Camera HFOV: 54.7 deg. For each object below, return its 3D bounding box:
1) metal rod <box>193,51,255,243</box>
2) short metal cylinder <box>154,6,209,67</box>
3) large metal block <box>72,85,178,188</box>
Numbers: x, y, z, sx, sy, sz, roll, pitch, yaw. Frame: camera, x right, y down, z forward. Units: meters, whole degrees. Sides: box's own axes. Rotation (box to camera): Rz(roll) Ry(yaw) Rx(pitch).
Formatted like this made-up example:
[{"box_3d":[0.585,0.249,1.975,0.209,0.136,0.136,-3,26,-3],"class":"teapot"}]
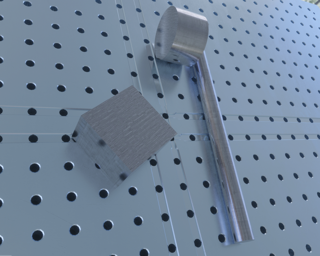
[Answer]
[{"box_3d":[0.083,0.008,0.447,0.025,0.025,0.299,6,59,-25],"class":"metal rod"},{"box_3d":[0.031,-0.139,0.474,0.050,0.080,0.080,9,58,-24],"class":"short metal cylinder"},{"box_3d":[-0.041,0.008,0.365,0.080,0.050,0.080,48,51,5],"class":"large metal block"}]
